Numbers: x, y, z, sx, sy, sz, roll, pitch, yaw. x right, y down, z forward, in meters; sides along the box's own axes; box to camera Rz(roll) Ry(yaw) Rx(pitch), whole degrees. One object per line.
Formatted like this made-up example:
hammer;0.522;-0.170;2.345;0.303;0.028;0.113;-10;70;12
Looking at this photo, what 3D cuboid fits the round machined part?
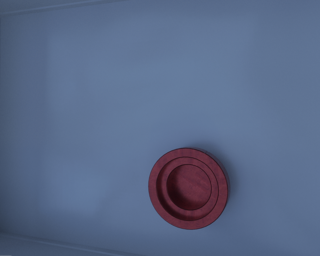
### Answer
round machined part;0.039;0.072;0.388;0.098;0.042;0.097;0;90;20
